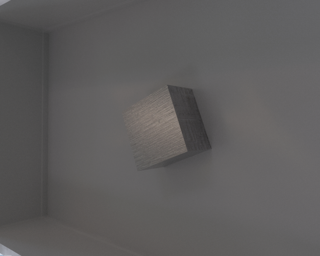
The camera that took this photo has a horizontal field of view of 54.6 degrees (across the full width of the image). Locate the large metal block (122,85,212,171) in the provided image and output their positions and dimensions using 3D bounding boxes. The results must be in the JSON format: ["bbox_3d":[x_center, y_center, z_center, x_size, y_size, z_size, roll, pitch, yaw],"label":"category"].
[{"bbox_3d":[0.006,0.002,0.386,0.080,0.050,0.080,-26,74,37],"label":"large metal block"}]
